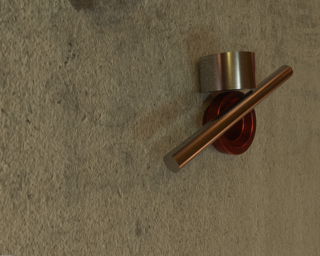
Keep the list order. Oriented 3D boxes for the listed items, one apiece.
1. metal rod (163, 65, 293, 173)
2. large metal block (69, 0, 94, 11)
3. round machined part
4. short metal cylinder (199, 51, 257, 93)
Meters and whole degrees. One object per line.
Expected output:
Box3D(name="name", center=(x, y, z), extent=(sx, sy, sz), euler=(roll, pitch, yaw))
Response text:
Box3D(name="metal rod", center=(0.115, -0.028, 0.449), extent=(0.302, 0.025, 0.025), euler=(-34, 112, -35))
Box3D(name="large metal block", center=(-0.077, -0.186, 0.325), extent=(0.080, 0.050, 0.080), euler=(52, 59, -28))
Box3D(name="round machined part", center=(0.105, -0.008, 0.484), extent=(0.099, 0.042, 0.097), euler=(0, 90, -40))
Box3D(name="short metal cylinder", center=(0.099, -0.080, 0.454), extent=(0.081, 0.080, 0.050), euler=(-8, 95, -40))
